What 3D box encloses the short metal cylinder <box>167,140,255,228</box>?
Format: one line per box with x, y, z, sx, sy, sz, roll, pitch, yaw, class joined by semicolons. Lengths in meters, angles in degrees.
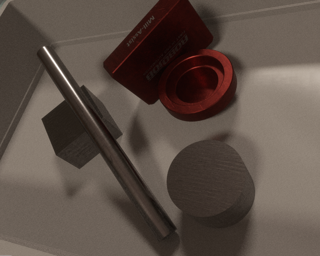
0.054;0.059;0.324;0.080;0.050;0.080;-13;56;20;short metal cylinder

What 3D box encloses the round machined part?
0.050;-0.050;0.398;0.098;0.042;0.098;-13;57;20;round machined part

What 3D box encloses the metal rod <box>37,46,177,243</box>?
-0.077;0.005;0.385;0.025;0.025;0.300;-38;69;2;metal rod

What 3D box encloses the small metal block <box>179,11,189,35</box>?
0.034;-0.148;0.462;0.050;0.050;0.025;23;74;36;small metal block

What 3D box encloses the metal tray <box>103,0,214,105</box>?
0.000;-0.102;0.412;0.130;0.090;0.030;-46;51;8;metal tray

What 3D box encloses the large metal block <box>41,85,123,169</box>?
-0.114;-0.002;0.449;0.080;0.050;0.080;-39;51;1;large metal block
